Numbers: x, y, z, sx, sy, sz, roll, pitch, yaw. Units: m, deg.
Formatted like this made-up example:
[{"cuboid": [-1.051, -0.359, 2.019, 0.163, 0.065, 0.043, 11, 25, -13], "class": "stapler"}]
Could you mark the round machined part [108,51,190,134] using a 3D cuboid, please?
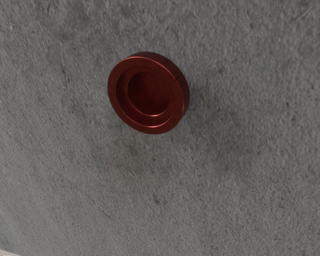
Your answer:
[{"cuboid": [-0.010, -0.044, 0.372, 0.098, 0.042, 0.097, 13, 124, 20], "class": "round machined part"}]
